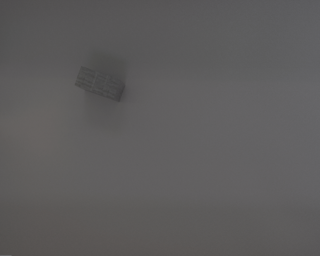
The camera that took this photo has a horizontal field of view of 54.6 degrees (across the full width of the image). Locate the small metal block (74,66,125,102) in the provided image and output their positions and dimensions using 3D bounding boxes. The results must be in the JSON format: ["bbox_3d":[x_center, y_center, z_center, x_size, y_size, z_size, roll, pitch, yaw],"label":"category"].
[{"bbox_3d":[-0.075,-0.055,0.398,0.050,0.050,0.025,19,90,0],"label":"small metal block"}]
